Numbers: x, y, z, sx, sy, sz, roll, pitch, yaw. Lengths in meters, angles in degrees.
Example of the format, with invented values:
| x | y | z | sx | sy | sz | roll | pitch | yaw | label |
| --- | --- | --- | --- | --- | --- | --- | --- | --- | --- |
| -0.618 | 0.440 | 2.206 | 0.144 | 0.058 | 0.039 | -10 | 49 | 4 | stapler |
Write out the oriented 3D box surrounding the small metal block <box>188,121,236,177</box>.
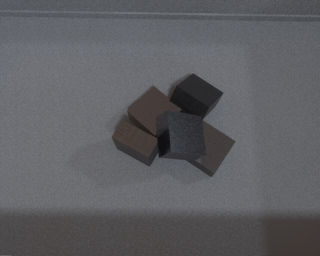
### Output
| x | y | z | sx | sy | sz | roll | pitch | yaw | label |
| --- | --- | --- | --- | --- | --- | --- | --- | --- | --- |
| 0.060 | 0.027 | 0.399 | 0.050 | 0.025 | 0.050 | 34 | 73 | 11 | small metal block |

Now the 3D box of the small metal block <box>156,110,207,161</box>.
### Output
| x | y | z | sx | sy | sz | roll | pitch | yaw | label |
| --- | --- | --- | --- | --- | --- | --- | --- | --- | --- |
| 0.025 | 0.010 | 0.366 | 0.050 | 0.025 | 0.050 | 9 | 66 | -32 | small metal block |

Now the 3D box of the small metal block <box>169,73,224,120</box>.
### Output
| x | y | z | sx | sy | sz | roll | pitch | yaw | label |
| --- | --- | --- | --- | --- | --- | --- | --- | --- | --- |
| 0.049 | -0.042 | 0.412 | 0.050 | 0.025 | 0.050 | 35 | 41 | 11 | small metal block |

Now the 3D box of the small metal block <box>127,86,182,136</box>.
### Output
| x | y | z | sx | sy | sz | roll | pitch | yaw | label |
| --- | --- | --- | --- | --- | --- | --- | --- | --- | --- |
| -0.007 | -0.019 | 0.414 | 0.050 | 0.025 | 0.050 | 42 | 75 | 13 | small metal block |

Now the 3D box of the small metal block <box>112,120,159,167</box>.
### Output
| x | y | z | sx | sy | sz | roll | pitch | yaw | label |
| --- | --- | --- | --- | --- | --- | --- | --- | --- | --- |
| -0.029 | 0.020 | 0.386 | 0.050 | 0.050 | 0.025 | 28 | 73 | 9 | small metal block |
